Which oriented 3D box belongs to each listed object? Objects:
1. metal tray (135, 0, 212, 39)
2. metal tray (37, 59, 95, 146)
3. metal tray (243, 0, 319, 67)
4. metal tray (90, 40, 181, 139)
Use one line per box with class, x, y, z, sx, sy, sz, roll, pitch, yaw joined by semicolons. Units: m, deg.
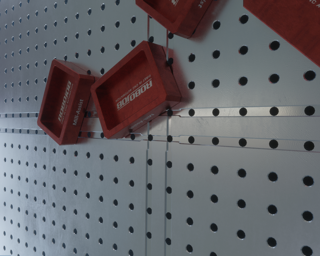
metal tray;0.032;-0.190;0.380;0.090;0.030;0.129;47;118;29
metal tray;-0.169;-0.046;0.547;0.090;0.030;0.129;32;110;35
metal tray;0.152;-0.114;0.281;0.130;0.030;0.090;52;120;27
metal tray;-0.040;-0.050;0.440;0.130;0.030;0.090;-31;71;35
